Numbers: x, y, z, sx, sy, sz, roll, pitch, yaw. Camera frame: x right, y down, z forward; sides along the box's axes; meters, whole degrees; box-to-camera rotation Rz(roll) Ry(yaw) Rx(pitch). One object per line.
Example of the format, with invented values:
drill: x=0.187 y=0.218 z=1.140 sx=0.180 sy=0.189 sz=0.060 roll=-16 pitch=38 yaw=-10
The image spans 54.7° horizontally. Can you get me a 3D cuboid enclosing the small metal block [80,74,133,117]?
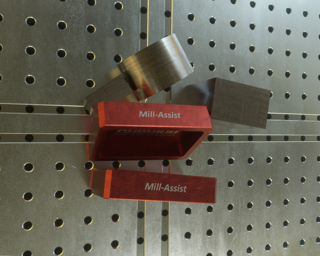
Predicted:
small metal block: x=-0.066 y=-0.038 z=0.376 sx=0.050 sy=0.050 sz=0.025 roll=-37 pitch=102 yaw=-16

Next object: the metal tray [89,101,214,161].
metal tray: x=-0.014 y=0.007 z=0.372 sx=0.131 sy=0.089 sz=0.030 roll=1 pitch=60 yaw=-20

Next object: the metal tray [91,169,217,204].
metal tray: x=-0.010 y=0.070 z=0.373 sx=0.131 sy=0.090 sz=0.030 roll=8 pitch=80 yaw=-20

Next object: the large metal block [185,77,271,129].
large metal block: x=0.086 y=-0.030 z=0.417 sx=0.081 sy=0.080 sz=0.050 roll=9 pitch=87 yaw=-20

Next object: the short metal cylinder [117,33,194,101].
short metal cylinder: x=-0.005 y=-0.074 z=0.382 sx=0.080 sy=0.080 sz=0.050 roll=-32 pitch=101 yaw=-17
